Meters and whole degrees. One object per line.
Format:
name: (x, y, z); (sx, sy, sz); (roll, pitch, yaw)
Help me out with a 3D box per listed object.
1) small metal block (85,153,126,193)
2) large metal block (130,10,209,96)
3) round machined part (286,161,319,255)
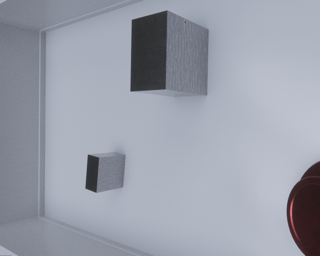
small metal block: (-0.079, 0.064, 0.453); (0.025, 0.050, 0.050); (9, 96, 39)
large metal block: (0.013, -0.080, 0.359); (0.050, 0.081, 0.079); (2, 91, 40)
round machined part: (0.142, 0.073, 0.249); (0.098, 0.042, 0.097); (-176, 89, -72)
